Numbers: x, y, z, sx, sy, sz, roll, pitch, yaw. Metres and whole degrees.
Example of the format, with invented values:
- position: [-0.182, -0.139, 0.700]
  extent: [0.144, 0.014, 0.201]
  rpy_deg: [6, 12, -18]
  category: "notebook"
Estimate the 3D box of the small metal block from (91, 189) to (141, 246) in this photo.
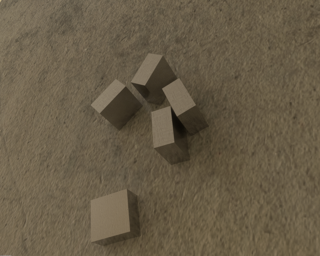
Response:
- position: [-0.053, 0.106, 0.365]
  extent: [0.050, 0.025, 0.050]
  rpy_deg: [-20, 54, 15]
  category: "small metal block"

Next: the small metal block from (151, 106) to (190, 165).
- position: [0.013, 0.010, 0.374]
  extent: [0.025, 0.050, 0.050]
  rpy_deg: [-17, 55, 18]
  category: "small metal block"

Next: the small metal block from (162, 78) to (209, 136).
- position: [0.032, -0.026, 0.386]
  extent: [0.025, 0.050, 0.050]
  rpy_deg: [-32, 52, 8]
  category: "small metal block"

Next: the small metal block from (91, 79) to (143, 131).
- position: [-0.060, -0.032, 0.437]
  extent: [0.050, 0.050, 0.025]
  rpy_deg: [-48, 52, -5]
  category: "small metal block"

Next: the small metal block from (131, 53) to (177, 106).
- position: [-0.007, -0.067, 0.431]
  extent: [0.025, 0.050, 0.050]
  rpy_deg: [18, 71, 35]
  category: "small metal block"
